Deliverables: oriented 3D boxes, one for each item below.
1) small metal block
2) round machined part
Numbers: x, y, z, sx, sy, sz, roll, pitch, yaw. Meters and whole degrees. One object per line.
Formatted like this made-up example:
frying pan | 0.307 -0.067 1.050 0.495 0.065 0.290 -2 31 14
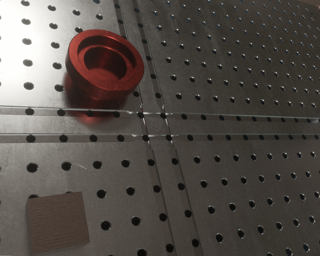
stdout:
small metal block | -0.099 0.092 0.299 0.050 0.025 0.050 -2 63 -30
round machined part | -0.074 -0.078 0.406 0.099 0.042 0.098 14 56 -21
